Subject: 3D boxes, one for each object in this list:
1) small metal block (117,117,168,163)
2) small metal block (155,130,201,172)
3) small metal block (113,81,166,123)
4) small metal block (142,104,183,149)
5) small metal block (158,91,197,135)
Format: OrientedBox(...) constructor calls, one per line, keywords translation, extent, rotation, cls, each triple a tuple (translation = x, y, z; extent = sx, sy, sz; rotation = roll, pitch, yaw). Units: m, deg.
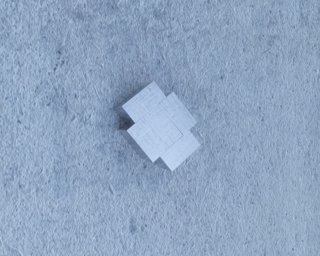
OrientedBox(translation=(-0.023, 0.014, 0.389), extent=(0.025, 0.050, 0.050), rotation=(-42, 104, -15), cls="small metal block")
OrientedBox(translation=(0.017, 0.028, 0.404), extent=(0.050, 0.050, 0.025), rotation=(-41, 104, -16), cls="small metal block")
OrientedBox(translation=(-0.027, -0.031, 0.387), extent=(0.050, 0.050, 0.025), rotation=(-41, 104, -16), cls="small metal block")
OrientedBox(translation=(-0.005, -0.002, 0.396), extent=(0.025, 0.050, 0.050), rotation=(-42, 104, -15), cls="small metal block")
OrientedBox(translation=(0.014, -0.018, 0.402), extent=(0.025, 0.050, 0.050), rotation=(-43, 104, -15), cls="small metal block")
